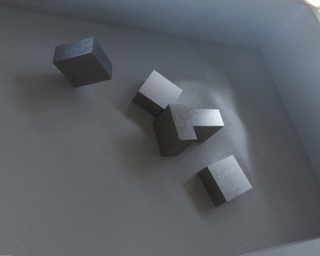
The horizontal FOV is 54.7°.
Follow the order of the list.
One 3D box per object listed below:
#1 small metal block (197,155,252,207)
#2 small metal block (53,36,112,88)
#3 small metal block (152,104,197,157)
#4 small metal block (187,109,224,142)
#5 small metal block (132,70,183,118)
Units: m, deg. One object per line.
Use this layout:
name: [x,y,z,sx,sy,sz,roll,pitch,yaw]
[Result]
small metal block: [0.086,0.070,0.411,0.050,0.025,0.050,-17,71,-35]
small metal block: [-0.092,-0.078,0.376,0.050,0.050,0.025,-11,59,13]
small metal block: [0.017,0.004,0.398,0.025,0.050,0.050,-2,63,-29]
small metal block: [0.049,-0.002,0.419,0.050,0.050,0.025,0,62,-29]
small metal block: [-0.003,-0.045,0.433,0.050,0.025,0.050,35,51,-6]
